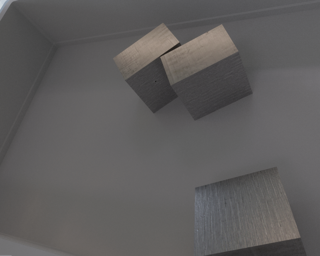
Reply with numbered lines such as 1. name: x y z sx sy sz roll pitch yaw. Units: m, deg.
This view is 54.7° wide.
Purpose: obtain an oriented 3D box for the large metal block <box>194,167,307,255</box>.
1. large metal block: 0.078 0.088 0.275 0.080 0.050 0.080 -18 27 17

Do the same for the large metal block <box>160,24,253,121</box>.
1. large metal block: 0.058 -0.064 0.379 0.080 0.080 0.050 -26 53 12

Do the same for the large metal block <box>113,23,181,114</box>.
1. large metal block: -0.002 -0.078 0.420 0.080 0.080 0.050 -34 51 6
